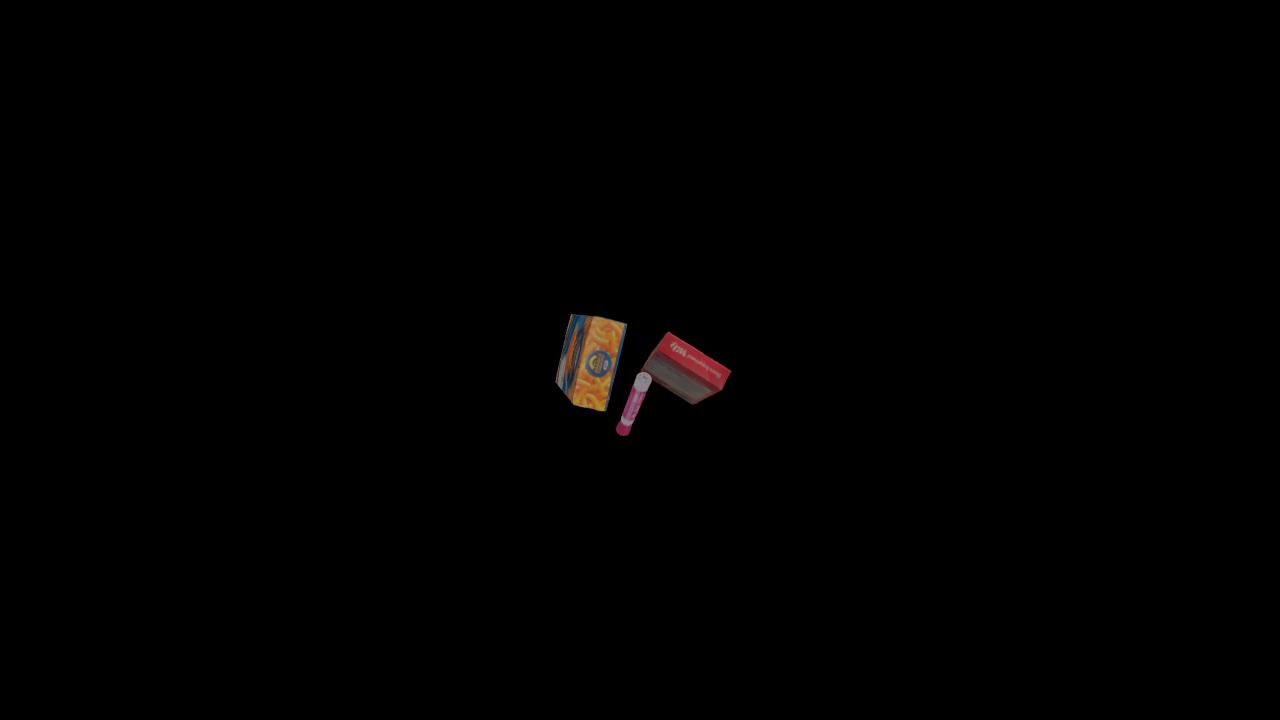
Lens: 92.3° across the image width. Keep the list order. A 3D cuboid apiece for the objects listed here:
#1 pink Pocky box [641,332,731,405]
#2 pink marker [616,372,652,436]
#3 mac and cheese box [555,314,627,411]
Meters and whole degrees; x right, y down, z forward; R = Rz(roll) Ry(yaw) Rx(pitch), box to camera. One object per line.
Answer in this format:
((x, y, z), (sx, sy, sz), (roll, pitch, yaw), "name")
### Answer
((0.050, 0.014, 0.734), (0.084, 0.029, 0.155), (32, -12, 0), "pink Pocky box")
((-0.009, 0.058, 0.757), (0.020, 0.020, 0.121), (0, -38, -17), "pink marker")
((-0.060, -0.003, 0.690), (0.041, 0.093, 0.184), (15, 1, -14), "mac and cheese box")
